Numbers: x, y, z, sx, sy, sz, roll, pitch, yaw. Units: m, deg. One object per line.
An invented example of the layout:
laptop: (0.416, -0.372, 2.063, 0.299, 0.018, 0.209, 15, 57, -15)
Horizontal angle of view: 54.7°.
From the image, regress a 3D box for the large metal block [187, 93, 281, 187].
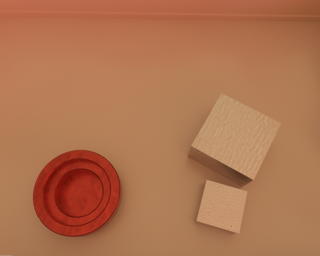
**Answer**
large metal block: (0.091, 0.016, 0.392, 0.080, 0.050, 0.080, 29, 72, 9)

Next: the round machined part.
round machined part: (-0.095, 0.079, 0.371, 0.099, 0.042, 0.098, 0, 70, -1)

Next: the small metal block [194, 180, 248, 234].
small metal block: (0.073, 0.096, 0.376, 0.050, 0.025, 0.050, 15, 71, 5)
